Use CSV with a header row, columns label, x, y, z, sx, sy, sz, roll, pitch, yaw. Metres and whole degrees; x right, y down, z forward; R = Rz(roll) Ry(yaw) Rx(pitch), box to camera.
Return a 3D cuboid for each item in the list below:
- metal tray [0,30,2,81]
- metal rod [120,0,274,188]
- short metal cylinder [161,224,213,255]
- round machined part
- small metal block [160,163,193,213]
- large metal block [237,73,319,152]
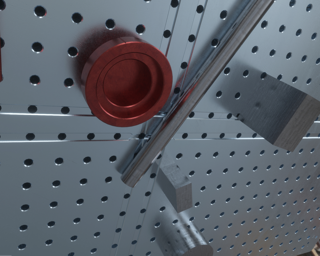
label,x,y,z,sx,sy,sz,roll,pitch,yaw
metal tray,-0.201,-0.083,0.246,0.131,0.030,0.089,-3,120,-27
metal rod,0.043,-0.044,0.407,0.025,0.025,0.299,29,103,-38
short metal cylinder,0.048,0.220,0.557,0.081,0.050,0.079,-14,124,-21
round machined part,-0.039,-0.053,0.346,0.099,0.042,0.097,-14,124,-21
small metal block,0.025,0.089,0.463,0.025,0.050,0.050,-18,126,-18
large metal block,0.176,-0.023,0.457,0.050,0.080,0.080,18,109,-35
